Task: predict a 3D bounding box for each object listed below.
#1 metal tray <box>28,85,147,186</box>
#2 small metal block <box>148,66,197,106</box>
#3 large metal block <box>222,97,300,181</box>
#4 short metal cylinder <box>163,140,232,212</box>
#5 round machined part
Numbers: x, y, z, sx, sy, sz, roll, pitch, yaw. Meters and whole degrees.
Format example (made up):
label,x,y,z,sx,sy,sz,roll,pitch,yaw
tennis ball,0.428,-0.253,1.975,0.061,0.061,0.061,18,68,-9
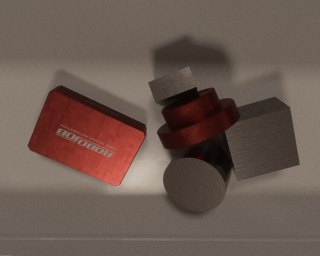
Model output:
label,x,y,z,sx,sy,sz,roll,pitch,yaw
metal tray,-0.095,0.012,0.412,0.131,0.030,0.089,25,108,-10
small metal block,0.017,-0.049,0.377,0.050,0.050,0.025,-20,87,7
large metal block,0.126,0.013,0.405,0.080,0.050,0.080,-16,110,5
short metal cylinder,0.050,0.062,0.408,0.080,0.050,0.079,9,117,18
round machined part,0.041,-0.015,0.368,0.098,0.098,0.042,-23,100,8
